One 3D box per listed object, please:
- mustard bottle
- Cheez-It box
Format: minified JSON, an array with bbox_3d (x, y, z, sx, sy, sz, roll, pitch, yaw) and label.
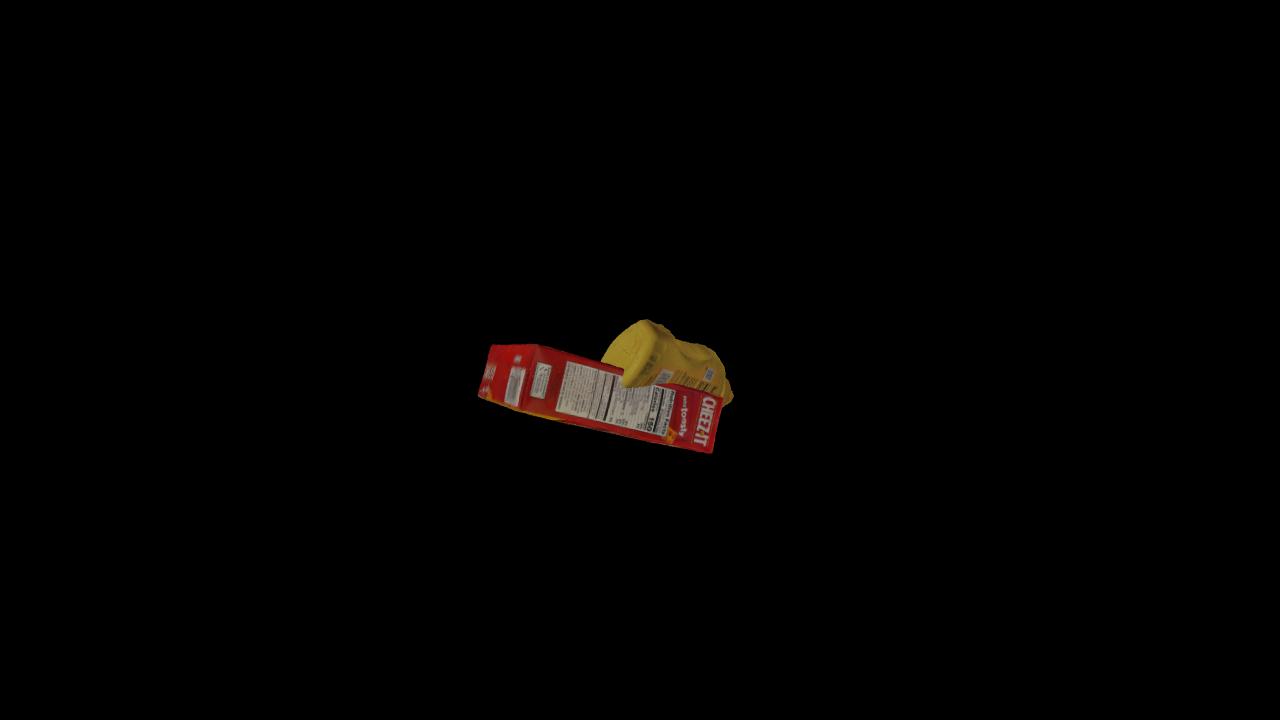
[{"bbox_3d":[0.043,0.021,0.666,0.184,0.092,0.054,20,21,-44],"label":"mustard bottle"},{"bbox_3d":[-0.046,0.042,0.671,0.223,0.071,0.166,17,-7,-27],"label":"Cheez-It box"}]
